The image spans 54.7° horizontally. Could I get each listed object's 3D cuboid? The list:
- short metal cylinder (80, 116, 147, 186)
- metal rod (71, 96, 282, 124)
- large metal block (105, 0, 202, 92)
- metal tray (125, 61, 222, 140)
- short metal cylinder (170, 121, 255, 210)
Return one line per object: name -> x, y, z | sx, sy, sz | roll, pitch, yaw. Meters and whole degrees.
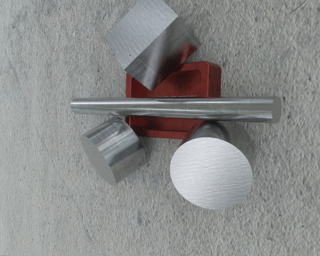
short metal cylinder -> -0.063, 0.031, 0.418 | 0.080, 0.050, 0.080 | 40, 150, 30
metal rod -> -0.010, -0.025, 0.375 | 0.300, 0.025, 0.025 | 4, 93, 39
large metal block -> -0.010, -0.105, 0.370 | 0.080, 0.050, 0.080 | -42, 47, 14
metal tray -> 0.012, -0.032, 0.394 | 0.130, 0.030, 0.089 | 3, 92, 40
short metal cylinder -> 0.056, 0.037, 0.323 | 0.080, 0.050, 0.079 | 7, 114, 16
